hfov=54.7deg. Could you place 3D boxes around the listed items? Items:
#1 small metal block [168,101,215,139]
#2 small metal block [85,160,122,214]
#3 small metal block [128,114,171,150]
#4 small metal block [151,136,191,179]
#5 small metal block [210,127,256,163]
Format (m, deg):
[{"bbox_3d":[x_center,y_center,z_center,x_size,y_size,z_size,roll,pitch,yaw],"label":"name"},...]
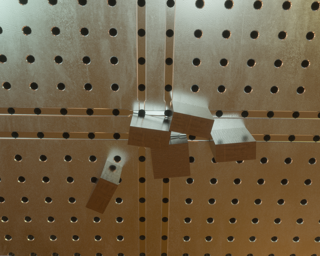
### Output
[{"bbox_3d":[0.038,-0.012,0.396,0.050,0.050,0.025,12,110,-5],"label":"small metal block"},{"bbox_3d":[-0.077,0.081,0.429,0.025,0.050,0.050,26,108,-9],"label":"small metal block"},{"bbox_3d":[-0.013,0.004,0.401,0.050,0.050,0.025,8,110,-4],"label":"small metal block"},{"bbox_3d":[0.015,0.041,0.429,0.050,0.025,0.050,-5,110,1],"label":"small metal block"},{"bbox_3d":[0.095,0.021,0.409,0.050,0.050,0.025,-5,110,1],"label":"small metal block"}]
